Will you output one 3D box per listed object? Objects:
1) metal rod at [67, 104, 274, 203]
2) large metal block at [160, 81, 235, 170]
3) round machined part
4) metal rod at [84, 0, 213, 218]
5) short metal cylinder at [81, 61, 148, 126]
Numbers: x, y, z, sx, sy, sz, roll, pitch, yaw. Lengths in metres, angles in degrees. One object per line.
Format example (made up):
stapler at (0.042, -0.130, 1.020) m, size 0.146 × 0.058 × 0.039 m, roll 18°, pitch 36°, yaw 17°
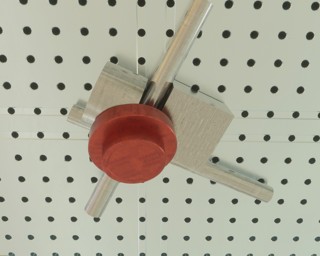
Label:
metal rod at (0.021, 0.038, 0.427) m, size 0.302 × 0.025 × 0.025 m, roll 23°, pitch 108°, yaw -9°
large metal block at (0.034, -0.005, 0.395) m, size 0.080 × 0.050 × 0.080 m, roll 24°, pitch 108°, yaw -9°
round machined part at (-0.029, 0.024, 0.343) m, size 0.099 × 0.042 × 0.097 m, roll -5°, pitch 130°, yaw -5°
metal rod at (-0.019, -0.018, 0.386) m, size 0.025 × 0.025 × 0.298 m, roll 27°, pitch 100°, yaw -10°
short metal cylinder at (-0.054, -0.033, 0.371) m, size 0.050 × 0.080 × 0.080 m, roll 24°, pitch 108°, yaw -9°
